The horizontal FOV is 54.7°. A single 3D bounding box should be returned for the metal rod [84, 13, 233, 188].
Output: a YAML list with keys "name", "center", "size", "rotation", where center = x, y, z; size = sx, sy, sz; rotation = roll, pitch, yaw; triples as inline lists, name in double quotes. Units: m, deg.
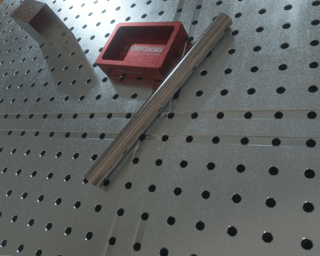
- name: "metal rod"
  center: [0.002, -0.044, 0.432]
  size: [0.025, 0.025, 0.300]
  rotation: [32, 79, 38]

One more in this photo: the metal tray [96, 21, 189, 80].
- name: "metal tray"
  center: [-0.030, -0.126, 0.496]
  size: [0.130, 0.030, 0.090]
  rotation: [11, 67, 32]

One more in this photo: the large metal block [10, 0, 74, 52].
- name: "large metal block"
  center: [-0.236, -0.206, 0.620]
  size: [0.080, 0.080, 0.050]
  rotation: [28, 77, 37]
